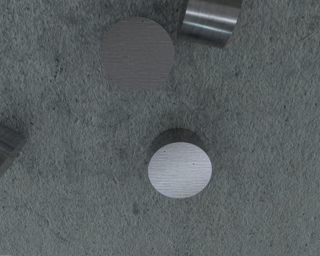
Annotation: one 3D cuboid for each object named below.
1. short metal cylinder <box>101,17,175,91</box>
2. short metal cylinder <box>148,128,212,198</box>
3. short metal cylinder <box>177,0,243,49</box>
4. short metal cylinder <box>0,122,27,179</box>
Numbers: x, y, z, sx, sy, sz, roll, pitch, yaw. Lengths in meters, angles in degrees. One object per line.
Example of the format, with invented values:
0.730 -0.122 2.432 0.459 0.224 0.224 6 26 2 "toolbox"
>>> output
-0.024 -0.089 0.363 0.081 0.050 0.079 0 110 0 "short metal cylinder"
0.025 0.046 0.413 0.081 0.050 0.079 0 110 0 "short metal cylinder"
0.052 -0.130 0.333 0.050 0.080 0.079 12 110 -5 "short metal cylinder"
-0.215 0.032 0.390 0.050 0.080 0.080 34 106 -12 "short metal cylinder"
